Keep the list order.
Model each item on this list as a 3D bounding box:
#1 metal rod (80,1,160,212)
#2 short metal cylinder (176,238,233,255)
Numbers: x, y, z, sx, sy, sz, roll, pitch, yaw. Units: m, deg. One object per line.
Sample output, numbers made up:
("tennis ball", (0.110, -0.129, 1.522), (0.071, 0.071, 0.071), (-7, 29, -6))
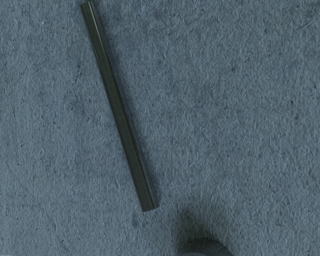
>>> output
("metal rod", (-0.058, -0.033, 0.429), (0.025, 0.025, 0.299), (-20, 83, 19))
("short metal cylinder", (0.052, 0.182, 0.377), (0.080, 0.050, 0.080), (0, 90, 20))
